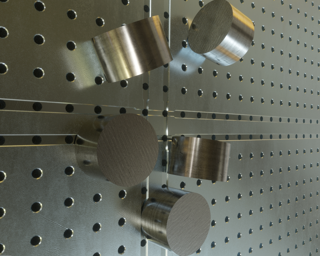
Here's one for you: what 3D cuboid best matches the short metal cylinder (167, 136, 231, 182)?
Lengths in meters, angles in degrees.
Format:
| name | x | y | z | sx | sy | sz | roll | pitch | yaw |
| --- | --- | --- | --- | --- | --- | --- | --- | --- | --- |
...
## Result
| name | x | y | z | sx | sy | sz | roll | pitch | yaw |
| --- | --- | --- | --- | --- | --- | --- | --- | --- | --- |
| short metal cylinder | 0.053 | 0.042 | 0.420 | 0.081 | 0.080 | 0.050 | 13 | 82 | -40 |

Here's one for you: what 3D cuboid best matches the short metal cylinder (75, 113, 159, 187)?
| name | x | y | z | sx | sy | sz | roll | pitch | yaw |
| --- | --- | --- | --- | --- | --- | --- | --- | --- | --- |
| short metal cylinder | -0.049 | 0.024 | 0.354 | 0.081 | 0.050 | 0.079 | 0 | 90 | -40 |

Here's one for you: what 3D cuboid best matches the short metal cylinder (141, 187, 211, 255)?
| name | x | y | z | sx | sy | sz | roll | pitch | yaw |
| --- | --- | --- | --- | --- | --- | --- | --- | --- | --- |
| short metal cylinder | 0.022 | 0.122 | 0.414 | 0.081 | 0.050 | 0.079 | 0 | 90 | -40 |

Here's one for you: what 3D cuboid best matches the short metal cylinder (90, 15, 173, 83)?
| name | x | y | z | sx | sy | sz | roll | pitch | yaw |
| --- | --- | --- | --- | --- | --- | --- | --- | --- | --- |
| short metal cylinder | -0.031 | -0.089 | 0.349 | 0.081 | 0.080 | 0.050 | -32 | 110 | -36 |

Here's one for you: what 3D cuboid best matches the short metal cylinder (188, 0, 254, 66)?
| name | x | y | z | sx | sy | sz | roll | pitch | yaw |
| --- | --- | --- | --- | --- | --- | --- | --- | --- | --- |
| short metal cylinder | 0.087 | -0.137 | 0.449 | 0.050 | 0.080 | 0.080 | 16 | 80 | -39 |
